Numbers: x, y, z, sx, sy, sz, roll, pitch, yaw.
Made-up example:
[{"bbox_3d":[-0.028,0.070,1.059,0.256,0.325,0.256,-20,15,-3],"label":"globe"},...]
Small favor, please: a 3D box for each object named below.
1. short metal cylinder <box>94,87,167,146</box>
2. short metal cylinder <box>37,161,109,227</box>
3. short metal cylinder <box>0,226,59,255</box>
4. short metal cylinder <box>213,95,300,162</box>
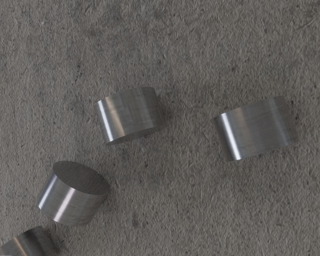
[{"bbox_3d":[-0.037,-0.014,0.393,0.080,0.080,0.050,-20,83,19],"label":"short metal cylinder"},{"bbox_3d":[-0.117,0.087,0.421,0.080,0.080,0.050,32,101,17],"label":"short metal cylinder"},{"bbox_3d":[-0.196,0.187,0.449,0.080,0.080,0.050,-40,77,15],"label":"short metal cylinder"},{"bbox_3d":[0.105,0.001,0.343,0.080,0.080,0.050,-19,84,19],"label":"short metal cylinder"}]
